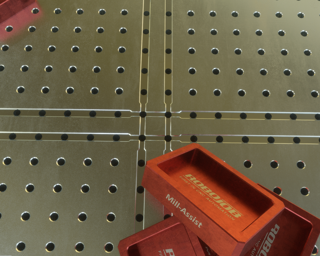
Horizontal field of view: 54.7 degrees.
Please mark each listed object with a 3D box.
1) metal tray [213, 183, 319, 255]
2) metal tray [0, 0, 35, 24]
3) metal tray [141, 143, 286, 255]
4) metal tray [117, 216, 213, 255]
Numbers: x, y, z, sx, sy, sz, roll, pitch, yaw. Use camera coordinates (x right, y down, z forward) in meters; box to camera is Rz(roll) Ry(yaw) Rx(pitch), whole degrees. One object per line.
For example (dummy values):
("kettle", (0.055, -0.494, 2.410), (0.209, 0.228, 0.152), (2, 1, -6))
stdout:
("metal tray", (0.117, 0.142, 0.358), (0.090, 0.030, 0.130), (31, 72, 10))
("metal tray", (-0.273, -0.227, 0.489), (0.090, 0.030, 0.130), (-41, 75, -14))
("metal tray", (0.055, 0.071, 0.336), (0.091, 0.030, 0.130), (-17, 42, -43))
("metal tray", (0.018, 0.166, 0.325), (0.090, 0.030, 0.130), (-28, 65, 11))
